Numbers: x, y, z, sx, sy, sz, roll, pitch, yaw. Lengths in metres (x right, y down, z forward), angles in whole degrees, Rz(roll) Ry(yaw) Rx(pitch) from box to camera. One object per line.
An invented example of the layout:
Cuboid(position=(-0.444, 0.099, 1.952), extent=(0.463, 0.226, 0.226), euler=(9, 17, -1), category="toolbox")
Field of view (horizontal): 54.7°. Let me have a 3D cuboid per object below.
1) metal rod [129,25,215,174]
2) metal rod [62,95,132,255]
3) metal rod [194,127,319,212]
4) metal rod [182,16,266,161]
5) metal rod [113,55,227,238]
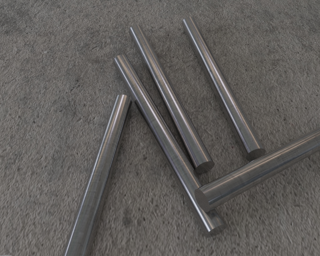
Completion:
Cuboid(position=(0.005, -0.062, 0.455), extent=(0.025, 0.025, 0.300), euler=(-14, 52, -12), category="metal rod")
Cuboid(position=(-0.072, 0.076, 0.338), extent=(0.025, 0.025, 0.300), euler=(6, 50, 5), category="metal rod")
Cuboid(position=(0.171, 0.022, 0.368), extent=(0.302, 0.025, 0.025), euler=(-21, 53, -24), category="metal rod")
Cuboid(position=(0.084, -0.080, 0.470), extent=(0.025, 0.025, 0.300), euler=(-10, 51, -8), category="metal rod")
Cuboid(position=(-0.002, -0.001, 0.403), extent=(0.025, 0.025, 0.300), euler=(-18, 52, -15), category="metal rod")
